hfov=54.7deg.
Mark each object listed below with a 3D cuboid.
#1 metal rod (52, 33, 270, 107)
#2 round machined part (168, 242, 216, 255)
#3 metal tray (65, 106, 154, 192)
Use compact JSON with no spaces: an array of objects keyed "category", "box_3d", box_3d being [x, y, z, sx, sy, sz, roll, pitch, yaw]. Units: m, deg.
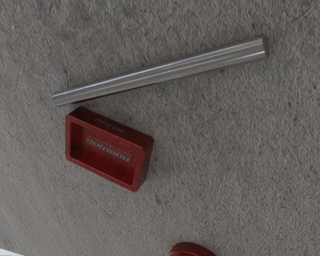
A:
[{"category":"metal rod","box_3d":[-0.023,-0.061,0.380,0.300,0.025,0.025,-8,114,31]},{"category":"round machined part","box_3d":[0.055,0.242,0.517,0.098,0.042,0.097,13,124,21]},{"category":"metal tray","box_3d":[-0.079,0.032,0.465,0.130,0.030,0.089,23,127,14]}]
